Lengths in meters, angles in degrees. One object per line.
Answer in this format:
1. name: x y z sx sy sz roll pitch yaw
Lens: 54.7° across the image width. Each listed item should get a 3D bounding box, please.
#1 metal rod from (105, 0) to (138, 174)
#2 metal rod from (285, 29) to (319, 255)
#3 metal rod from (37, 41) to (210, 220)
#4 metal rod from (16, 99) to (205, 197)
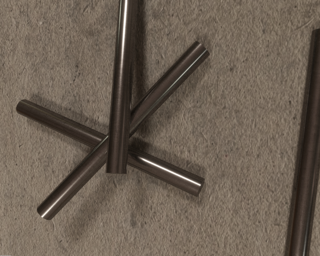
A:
1. metal rod: -0.045 -0.093 0.393 0.025 0.025 0.299 -1 78 19
2. metal rod: 0.167 0.041 0.350 0.025 0.025 0.298 7 92 19
3. metal rod: -0.050 0.006 0.402 0.300 0.025 0.025 -46 76 5
4. metal rod: -0.081 0.021 0.436 0.301 0.025 0.025 22 97 18
